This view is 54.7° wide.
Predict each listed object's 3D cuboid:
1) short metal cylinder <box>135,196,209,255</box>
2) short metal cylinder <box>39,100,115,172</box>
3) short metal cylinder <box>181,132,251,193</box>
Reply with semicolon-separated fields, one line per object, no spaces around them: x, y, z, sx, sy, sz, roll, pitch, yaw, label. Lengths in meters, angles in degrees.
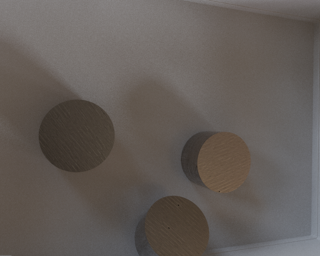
0.014;0.131;0.385;0.081;0.050;0.080;10;54;-14;short metal cylinder
-0.098;0.008;0.362;0.081;0.050;0.079;0;90;-21;short metal cylinder
0.076;0.045;0.427;0.081;0.050;0.079;0;90;-21;short metal cylinder
